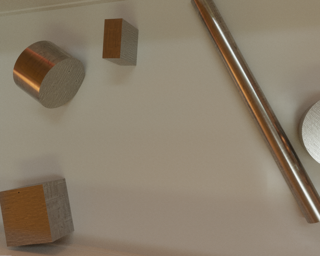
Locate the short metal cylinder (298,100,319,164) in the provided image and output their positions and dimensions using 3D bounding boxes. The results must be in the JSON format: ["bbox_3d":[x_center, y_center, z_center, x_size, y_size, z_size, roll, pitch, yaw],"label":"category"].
[{"bbox_3d":[0.193,0.004,0.330,0.080,0.050,0.079,0,90,19],"label":"short metal cylinder"}]

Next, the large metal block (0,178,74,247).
[{"bbox_3d":[-0.183,0.124,0.460,0.080,0.050,0.080,-12,86,19],"label":"large metal block"}]

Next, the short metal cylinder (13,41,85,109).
[{"bbox_3d":[-0.154,-0.074,0.434,0.050,0.080,0.080,35,101,16],"label":"short metal cylinder"}]

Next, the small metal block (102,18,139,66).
[{"bbox_3d":[-0.052,-0.113,0.414,0.025,0.050,0.050,4,92,20],"label":"small metal block"}]

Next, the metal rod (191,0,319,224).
[{"bbox_3d":[0.114,-0.032,0.370,0.025,0.025,0.299,-28,81,17],"label":"metal rod"}]
